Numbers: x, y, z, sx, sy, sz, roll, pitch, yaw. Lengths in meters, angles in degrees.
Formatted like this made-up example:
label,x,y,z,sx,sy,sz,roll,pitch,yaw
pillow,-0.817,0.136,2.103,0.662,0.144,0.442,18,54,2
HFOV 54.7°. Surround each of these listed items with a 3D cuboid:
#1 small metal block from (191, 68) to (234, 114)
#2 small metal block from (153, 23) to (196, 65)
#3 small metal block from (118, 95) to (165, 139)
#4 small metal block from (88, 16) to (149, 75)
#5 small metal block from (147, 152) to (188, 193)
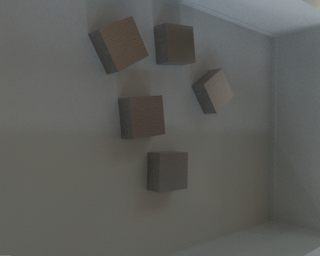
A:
label,x,y,z,sx,sy,sz,roll,pitch,yaw
small metal block,0.081,-0.056,0.474,0.050,0.025,0.050,-43,116,-32
small metal block,0.020,-0.113,0.423,0.050,0.025,0.050,-8,95,-40
small metal block,-0.022,-0.014,0.388,0.050,0.025,0.050,-8,95,-40
small metal block,-0.048,-0.098,0.366,0.050,0.025,0.050,-37,113,-34
small metal block,0.011,0.057,0.415,0.050,0.025,0.050,2,89,-40
